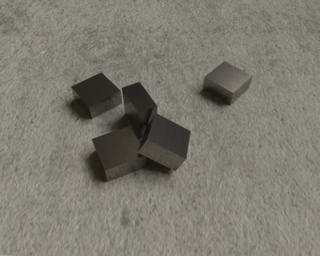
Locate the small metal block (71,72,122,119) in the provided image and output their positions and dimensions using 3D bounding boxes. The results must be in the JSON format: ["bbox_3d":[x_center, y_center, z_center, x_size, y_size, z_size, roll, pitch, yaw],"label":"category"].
[{"bbox_3d":[-0.090,-0.047,0.442,0.050,0.025,0.050,-31,57,-24],"label":"small metal block"}]

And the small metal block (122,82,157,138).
[{"bbox_3d":[-0.026,-0.023,0.406,0.025,0.050,0.050,-22,54,-17],"label":"small metal block"}]

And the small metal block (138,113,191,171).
[{"bbox_3d":[0.006,0.016,0.372,0.050,0.025,0.050,27,40,-10],"label":"small metal block"}]

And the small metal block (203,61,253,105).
[{"bbox_3d":[0.100,-0.068,0.462,0.050,0.025,0.050,35,58,25],"label":"small metal block"}]

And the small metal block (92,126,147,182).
[{"bbox_3d":[-0.049,0.030,0.377,0.050,0.025,0.050,-20,53,-16],"label":"small metal block"}]
